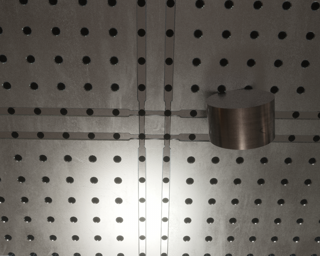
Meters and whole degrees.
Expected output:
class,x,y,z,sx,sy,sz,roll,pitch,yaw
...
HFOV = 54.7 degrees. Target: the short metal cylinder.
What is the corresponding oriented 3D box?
class,x,y,z,sx,sy,sz,roll,pitch,yaw
short metal cylinder,0.099,-0.013,0.381,0.080,0.080,0.050,-7,110,2
